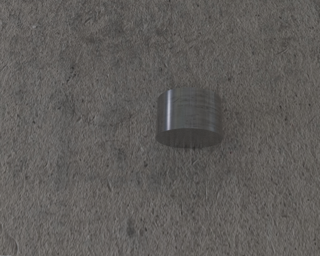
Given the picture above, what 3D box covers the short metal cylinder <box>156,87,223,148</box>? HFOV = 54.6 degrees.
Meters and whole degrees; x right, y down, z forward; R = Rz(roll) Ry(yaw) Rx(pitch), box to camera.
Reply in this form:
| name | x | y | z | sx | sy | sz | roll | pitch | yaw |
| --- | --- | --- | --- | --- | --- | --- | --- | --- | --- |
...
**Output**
| name | x | y | z | sx | sy | sz | roll | pitch | yaw |
| --- | --- | --- | --- | --- | --- | --- | --- | --- | --- |
| short metal cylinder | 0.036 | -0.010 | 0.383 | 0.080 | 0.080 | 0.050 | 2 | 70 | 1 |
